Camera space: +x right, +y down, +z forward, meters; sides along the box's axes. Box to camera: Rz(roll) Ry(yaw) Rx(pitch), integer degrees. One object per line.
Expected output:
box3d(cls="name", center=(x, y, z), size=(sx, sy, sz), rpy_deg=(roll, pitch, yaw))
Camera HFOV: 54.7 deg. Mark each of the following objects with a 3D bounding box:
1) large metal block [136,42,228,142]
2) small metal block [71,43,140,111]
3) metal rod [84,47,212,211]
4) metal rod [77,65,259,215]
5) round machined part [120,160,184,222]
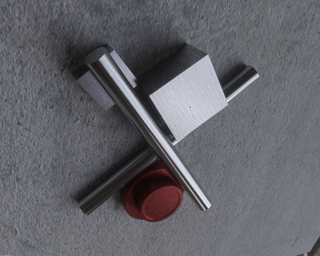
box3d(cls="large metal block", center=(0.027, -0.044, 0.383), size=(0.080, 0.050, 0.080), rpy_deg=(-36, 130, -5))
box3d(cls="small metal block", center=(-0.060, -0.056, 0.344), size=(0.050, 0.025, 0.050), rpy_deg=(-40, 130, -1))
box3d(cls="metal rod", center=(0.004, 0.025, 0.394), size=(0.025, 0.025, 0.300), rpy_deg=(-38, 130, -3))
box3d(cls="metal rod", center=(0.013, 0.015, 0.428), size=(0.301, 0.025, 0.025), rpy_deg=(-39, 130, -2))
box3d(cls="round machined part", center=(-0.005, 0.099, 0.457), size=(0.099, 0.042, 0.097), rpy_deg=(-14, 125, -21))
